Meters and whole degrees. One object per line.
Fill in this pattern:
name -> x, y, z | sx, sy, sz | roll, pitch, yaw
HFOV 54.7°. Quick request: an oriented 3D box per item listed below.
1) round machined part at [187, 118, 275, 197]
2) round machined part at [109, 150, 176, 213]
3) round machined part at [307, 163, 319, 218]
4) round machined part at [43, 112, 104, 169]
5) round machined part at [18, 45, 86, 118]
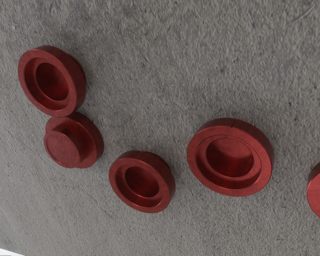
round machined part -> 0.085, 0.030, 0.370 | 0.098, 0.042, 0.097 | 13, 124, 21
round machined part -> -0.022, 0.073, 0.453 | 0.098, 0.042, 0.097 | 13, 124, 21
round machined part -> 0.212, 0.078, 0.332 | 0.098, 0.042, 0.097 | 13, 124, 21
round machined part -> -0.141, 0.024, 0.485 | 0.098, 0.042, 0.097 | 13, 124, 21
round machined part -> -0.143, -0.067, 0.430 | 0.098, 0.042, 0.097 | 13, 124, 21
